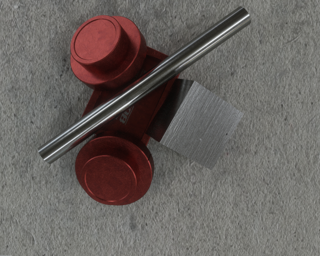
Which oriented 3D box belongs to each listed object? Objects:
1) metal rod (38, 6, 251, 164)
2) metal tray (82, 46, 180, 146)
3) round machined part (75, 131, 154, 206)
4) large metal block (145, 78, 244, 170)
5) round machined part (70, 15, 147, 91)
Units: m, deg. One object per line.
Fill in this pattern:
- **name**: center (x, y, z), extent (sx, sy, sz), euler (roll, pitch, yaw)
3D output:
- **metal rod**: center (-0.018, -0.053, 0.382), extent (0.301, 0.025, 0.025), euler (-35, 90, 0)
- **metal tray**: center (-0.037, -0.043, 0.408), extent (0.090, 0.030, 0.129), euler (25, 90, 0)
- **round machined part**: center (-0.058, 0.056, 0.385), extent (0.099, 0.042, 0.097), euler (2, 111, 6)
- **large metal block**: center (0.042, -0.005, 0.385), extent (0.080, 0.050, 0.080), euler (29, 89, -25)
- **round machined part**: center (-0.070, -0.098, 0.382), extent (0.098, 0.042, 0.098), euler (-7, 68, 19)
